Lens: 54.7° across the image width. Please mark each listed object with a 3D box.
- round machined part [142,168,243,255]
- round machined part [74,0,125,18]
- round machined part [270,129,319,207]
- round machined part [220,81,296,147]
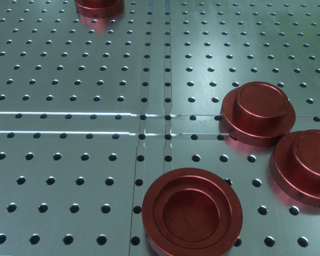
[{"bbox_3d":[0.031,0.093,0.319,0.099,0.042,0.098,0,50,0],"label":"round machined part"},{"bbox_3d":[-0.121,-0.263,0.616,0.099,0.042,0.098,0,50,0],"label":"round machined part"},{"bbox_3d":[0.185,0.040,0.365,0.099,0.042,0.098,0,50,0],"label":"round machined part"},{"bbox_3d":[0.134,-0.026,0.420,0.099,0.042,0.098,0,50,0],"label":"round machined part"}]
